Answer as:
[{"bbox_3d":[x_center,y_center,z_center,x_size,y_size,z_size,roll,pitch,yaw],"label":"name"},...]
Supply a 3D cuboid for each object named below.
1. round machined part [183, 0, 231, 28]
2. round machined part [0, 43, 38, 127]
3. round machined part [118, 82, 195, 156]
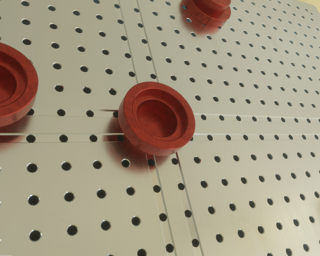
[{"bbox_3d":[0.099,-0.248,0.604,0.099,0.042,0.098,14,56,-21],"label":"round machined part"},{"bbox_3d":[-0.183,-0.042,0.325,0.099,0.042,0.098,14,56,-21],"label":"round machined part"},{"bbox_3d":[-0.007,-0.008,0.400,0.099,0.042,0.098,14,56,-21],"label":"round machined part"}]
